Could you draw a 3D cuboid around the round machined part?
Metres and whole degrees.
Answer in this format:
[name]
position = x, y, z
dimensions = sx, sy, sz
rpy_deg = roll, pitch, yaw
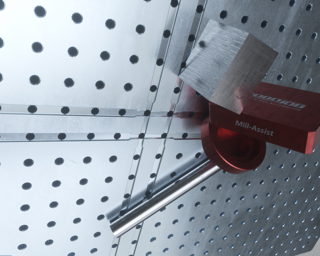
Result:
[round machined part]
position = 0.099, 0.019, 0.443
dimensions = 0.099, 0.098, 0.042
rpy_deg = 0, 157, -29

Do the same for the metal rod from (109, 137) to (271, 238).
[metal rod]
position = 0.057, 0.078, 0.490
dimensions = 0.301, 0.025, 0.025
rpy_deg = -32, 129, -8

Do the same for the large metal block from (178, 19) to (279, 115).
[large metal block]
position = 0.077, -0.074, 0.370
dimensions = 0.050, 0.080, 0.080
rpy_deg = 20, 108, -32

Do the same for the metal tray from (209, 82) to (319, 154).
[metal tray]
position = 0.139, -0.021, 0.389
dimensions = 0.091, 0.130, 0.030
rpy_deg = -35, 131, -36
